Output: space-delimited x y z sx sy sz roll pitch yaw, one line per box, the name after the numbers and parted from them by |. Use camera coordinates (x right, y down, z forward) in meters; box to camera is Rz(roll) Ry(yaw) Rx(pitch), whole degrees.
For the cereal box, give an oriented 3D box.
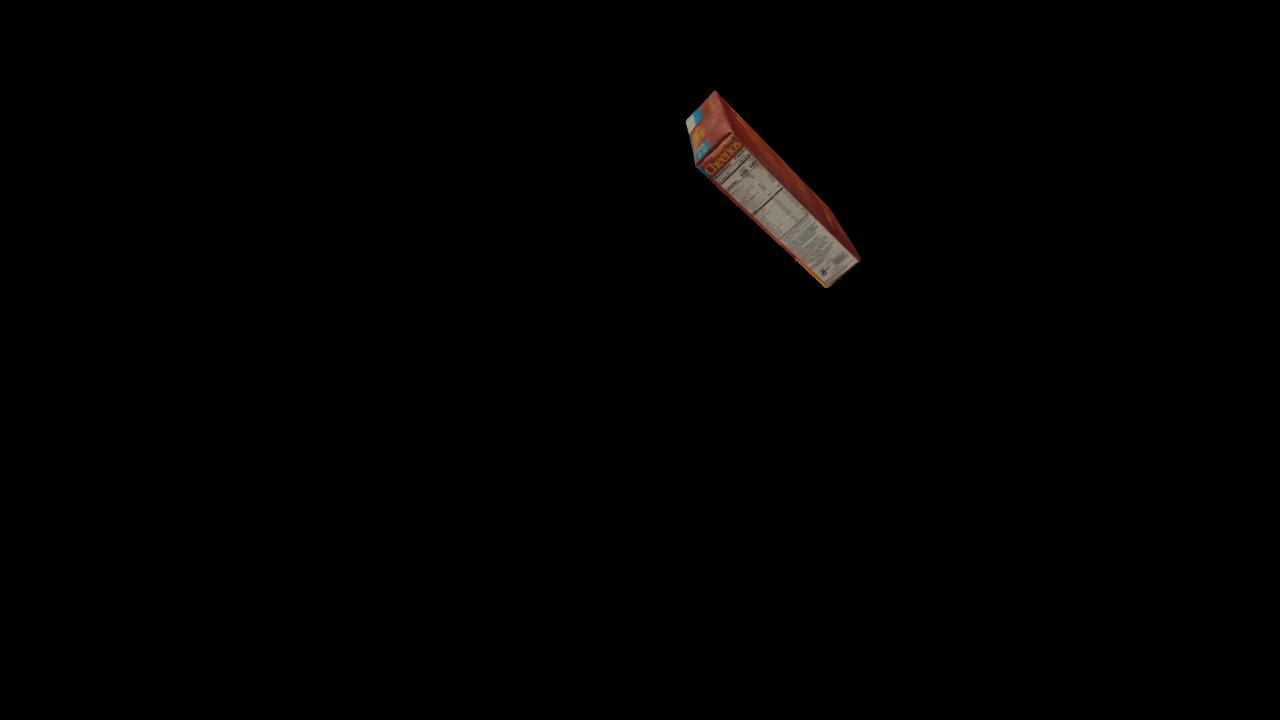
0.207 -0.272 0.979 0.306 0.203 0.081 34 -60 -26 | cereal box
